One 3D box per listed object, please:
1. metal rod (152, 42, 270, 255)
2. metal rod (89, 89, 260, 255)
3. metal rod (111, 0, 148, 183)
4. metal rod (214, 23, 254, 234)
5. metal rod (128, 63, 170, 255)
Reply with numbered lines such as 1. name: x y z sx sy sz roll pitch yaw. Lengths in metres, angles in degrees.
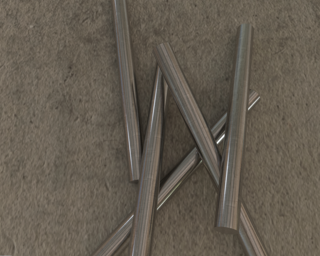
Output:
1. metal rod: 0.061 0.033 0.371 0.025 0.025 0.299 -23 81 -8
2. metal rod: 0.025 0.058 0.387 0.025 0.025 0.301 41 75 13
3. metal rod: -0.046 -0.073 0.434 0.025 0.025 0.299 -7 70 -3
4. metal rod: 0.097 -0.022 0.387 0.025 0.025 0.300 12 59 4
5. metal rod: -0.009 0.033 0.376 0.025 0.025 0.299 6 63 2
